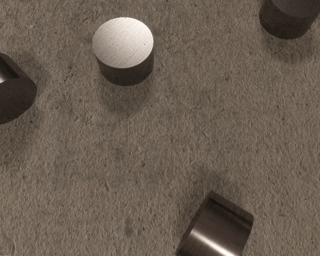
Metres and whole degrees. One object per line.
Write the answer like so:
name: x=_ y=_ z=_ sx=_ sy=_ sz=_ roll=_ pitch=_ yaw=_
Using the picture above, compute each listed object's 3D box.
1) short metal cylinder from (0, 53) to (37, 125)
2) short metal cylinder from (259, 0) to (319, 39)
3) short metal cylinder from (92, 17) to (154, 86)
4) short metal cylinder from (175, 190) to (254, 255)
short metal cylinder: x=-0.208 y=-0.049 z=0.394 sx=0.080 sy=0.080 sz=0.050 roll=-43 pitch=76 yaw=-14
short metal cylinder: x=0.196 y=-0.181 z=0.464 sx=0.081 sy=0.050 sz=0.080 roll=0 pitch=70 yaw=0
short metal cylinder: x=-0.049 y=-0.106 z=0.433 sx=0.081 sy=0.050 sz=0.080 roll=0 pitch=70 yaw=0
short metal cylinder: x=0.059 y=0.116 z=0.337 sx=0.050 sy=0.080 sz=0.080 roll=30 pitch=73 yaw=10
